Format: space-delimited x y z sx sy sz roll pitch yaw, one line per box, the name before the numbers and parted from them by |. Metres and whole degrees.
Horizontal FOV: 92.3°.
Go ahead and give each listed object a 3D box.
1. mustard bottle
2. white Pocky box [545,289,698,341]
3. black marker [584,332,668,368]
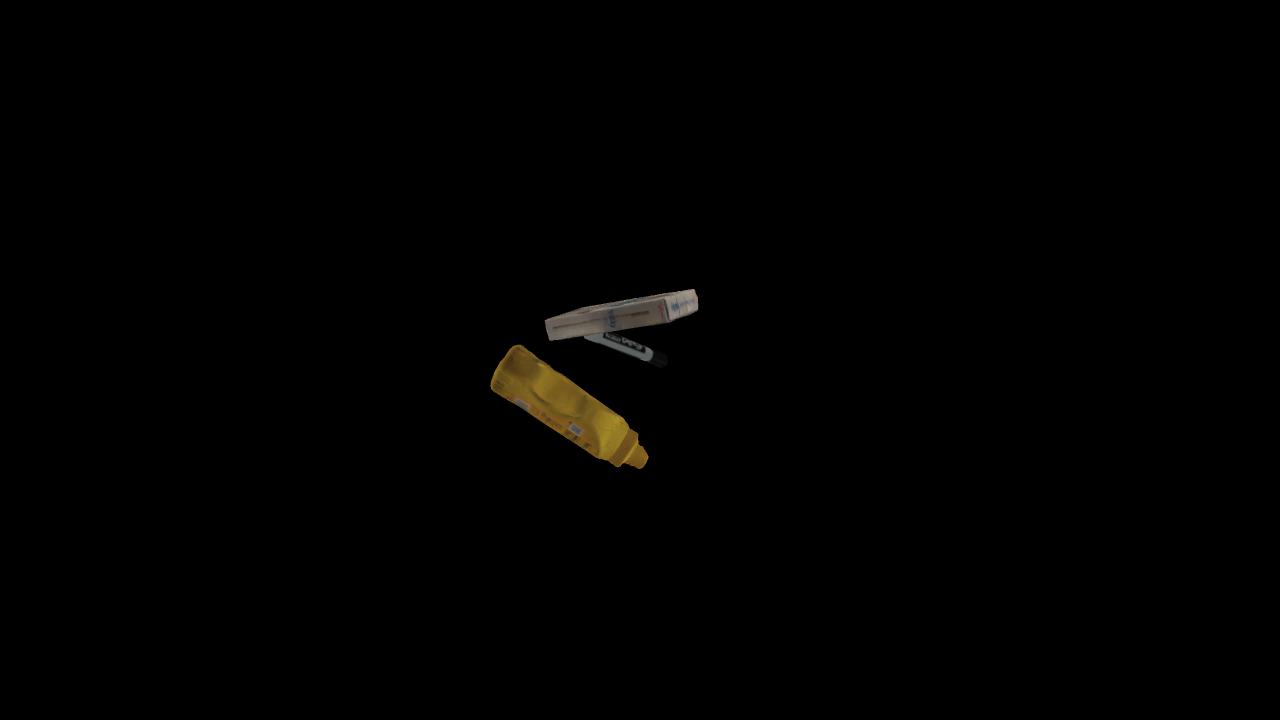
mustard bottle | -0.069 0.059 0.654 0.184 0.054 0.092 35 -27 -2
white Pocky box | -0.021 -0.050 0.685 0.154 0.028 0.084 -7 10 29
black marker | -0.013 -0.015 0.721 0.121 0.020 0.020 22 -13 -37
